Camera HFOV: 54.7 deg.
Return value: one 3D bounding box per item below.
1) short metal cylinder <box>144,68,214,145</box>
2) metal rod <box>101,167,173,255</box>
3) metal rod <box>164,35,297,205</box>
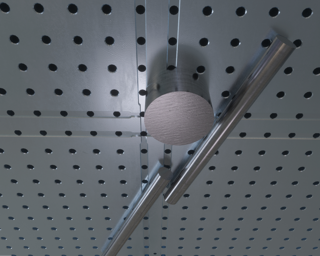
[{"bbox_3d":[0.022,-0.025,0.374,0.081,0.050,0.079,0,130,0],"label":"short metal cylinder"},{"bbox_3d":[-0.053,0.173,0.558,0.025,0.025,0.298,19,128,-16],"label":"metal rod"},{"bbox_3d":[0.077,0.011,0.421,0.025,0.025,0.298,18,128,-15],"label":"metal rod"}]
